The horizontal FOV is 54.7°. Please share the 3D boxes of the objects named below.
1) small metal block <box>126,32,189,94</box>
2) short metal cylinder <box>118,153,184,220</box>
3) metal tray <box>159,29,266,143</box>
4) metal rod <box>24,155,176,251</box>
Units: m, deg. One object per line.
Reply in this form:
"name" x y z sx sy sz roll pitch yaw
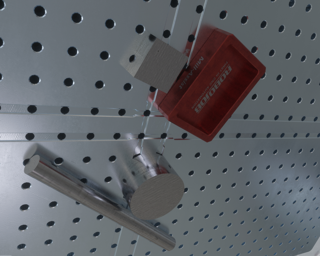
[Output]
"small metal block" -0.003 -0.075 0.363 0.050 0.025 0.050 22 107 -36
"short metal cylinder" -0.013 0.082 0.439 0.081 0.050 0.079 -14 124 -21
"metal tray" 0.071 -0.052 0.414 0.090 0.030 0.130 29 103 -38
"metal rod" -0.065 0.123 0.451 0.025 0.025 0.300 -44 130 2
